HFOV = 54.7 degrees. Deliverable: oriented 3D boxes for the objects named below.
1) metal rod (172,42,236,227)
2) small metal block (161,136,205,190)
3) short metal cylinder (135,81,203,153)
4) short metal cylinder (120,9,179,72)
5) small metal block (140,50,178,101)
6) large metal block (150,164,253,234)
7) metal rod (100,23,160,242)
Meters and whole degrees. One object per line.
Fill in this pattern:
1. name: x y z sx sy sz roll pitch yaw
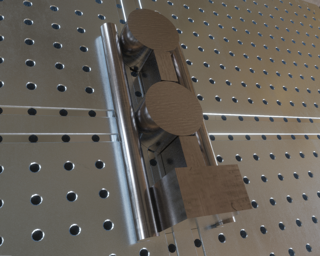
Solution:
1. metal rod: 0.049 -0.014 0.442 0.025 0.025 0.299 1 61 -28
2. small metal block: 0.028 0.043 0.380 0.025 0.050 0.050 0 62 -28
3. short metal cylinder: 0.009 -0.014 0.405 0.081 0.050 0.080 14 56 -21
4. short metal cylinder: -0.019 -0.129 0.460 0.081 0.050 0.080 14 56 -21
5. small metal block: -0.003 -0.072 0.433 0.025 0.050 0.050 1 62 -28
6. large metal block: 0.039 0.080 0.345 0.081 0.080 0.050 1 62 -28
7. metal rod: -0.044 -0.014 0.392 0.025 0.025 0.299 1 61 -28
